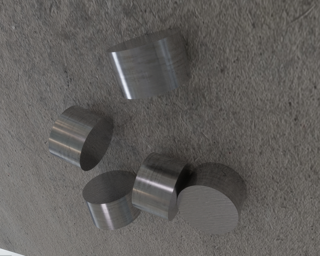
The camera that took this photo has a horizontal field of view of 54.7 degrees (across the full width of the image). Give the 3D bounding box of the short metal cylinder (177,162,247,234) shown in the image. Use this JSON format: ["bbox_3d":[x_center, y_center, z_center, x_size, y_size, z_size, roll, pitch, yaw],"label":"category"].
[{"bbox_3d":[0.069,0.093,0.411,0.080,0.050,0.079,13,124,21],"label":"short metal cylinder"}]

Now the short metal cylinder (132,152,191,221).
[{"bbox_3d":[0.004,0.078,0.417,0.050,0.080,0.079,16,125,19],"label":"short metal cylinder"}]

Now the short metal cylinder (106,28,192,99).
[{"bbox_3d":[-0.011,-0.070,0.333,0.080,0.080,0.050,-3,117,30],"label":"short metal cylinder"}]

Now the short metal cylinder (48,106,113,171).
[{"bbox_3d":[-0.109,0.014,0.438,0.050,0.080,0.079,22,127,15],"label":"short metal cylinder"}]

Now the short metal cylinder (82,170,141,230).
[{"bbox_3d":[-0.072,0.109,0.477,0.080,0.080,0.050,3,120,27],"label":"short metal cylinder"}]
